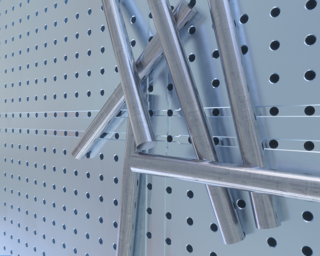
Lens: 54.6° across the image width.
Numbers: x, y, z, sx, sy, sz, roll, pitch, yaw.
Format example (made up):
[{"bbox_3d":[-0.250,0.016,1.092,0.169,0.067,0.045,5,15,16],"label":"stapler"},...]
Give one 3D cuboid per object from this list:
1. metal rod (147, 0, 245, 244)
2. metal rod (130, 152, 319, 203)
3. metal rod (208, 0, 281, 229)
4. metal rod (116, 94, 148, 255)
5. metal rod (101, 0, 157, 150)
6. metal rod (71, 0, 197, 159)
[{"bbox_3d":[0.039,-0.018,0.359,0.025,0.025,0.299,-22,82,38],"label":"metal rod"},{"bbox_3d":[0.101,0.051,0.295,0.300,0.025,0.025,4,93,30],"label":"metal rod"},{"bbox_3d":[0.085,-0.045,0.339,0.025,0.025,0.299,-17,79,39],"label":"metal rod"},{"bbox_3d":[-0.044,0.099,0.446,0.025,0.025,0.298,9,96,40],"label":"metal rod"},{"bbox_3d":[-0.052,-0.111,0.425,0.025,0.025,0.299,-34,61,35],"label":"metal rod"},{"bbox_3d":[-0.052,-0.054,0.453,0.299,0.025,0.025,-48,62,29],"label":"metal rod"}]
